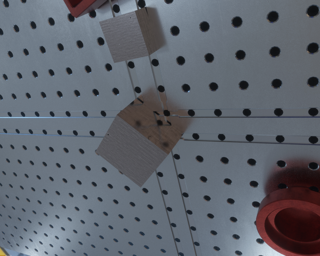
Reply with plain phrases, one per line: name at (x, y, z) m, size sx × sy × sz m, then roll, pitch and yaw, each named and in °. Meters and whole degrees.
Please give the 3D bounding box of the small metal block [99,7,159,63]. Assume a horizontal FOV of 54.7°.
small metal block at (-0.036, -0.108, 0.363) m, size 0.050 × 0.025 × 0.050 m, roll -4°, pitch 116°, yaw 30°

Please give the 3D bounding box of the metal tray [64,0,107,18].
metal tray at (-0.095, -0.192, 0.318) m, size 0.090 × 0.030 × 0.130 m, roll -4°, pitch 120°, yaw 54°

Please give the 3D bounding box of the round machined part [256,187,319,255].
round machined part at (0.171, 0.111, 0.379) m, size 0.098 × 0.042 × 0.097 m, roll 13°, pitch 124°, yaw 21°

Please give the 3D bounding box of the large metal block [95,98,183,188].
large metal block at (-0.029, 0.021, 0.424) m, size 0.080 × 0.050 × 0.080 m, roll 38°, pitch 129°, yaw 2°
